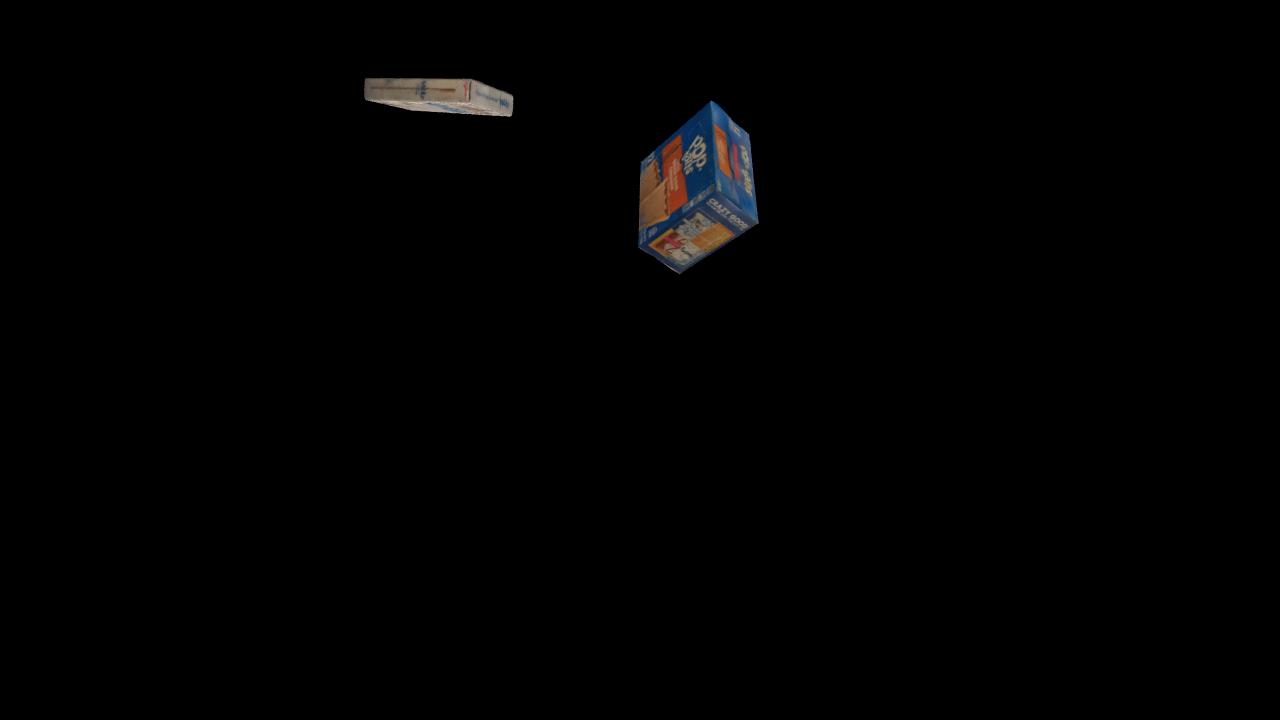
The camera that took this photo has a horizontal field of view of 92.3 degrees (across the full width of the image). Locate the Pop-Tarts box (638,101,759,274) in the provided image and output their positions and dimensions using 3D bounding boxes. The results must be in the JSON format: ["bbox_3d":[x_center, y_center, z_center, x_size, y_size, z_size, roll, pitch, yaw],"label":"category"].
[{"bbox_3d":[0.073,-0.228,0.823,0.083,0.167,0.141,26,-38,-35],"label":"Pop-Tarts box"}]

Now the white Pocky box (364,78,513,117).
[{"bbox_3d":[-0.237,-0.311,0.726,0.154,0.028,0.084,11,15,21],"label":"white Pocky box"}]
